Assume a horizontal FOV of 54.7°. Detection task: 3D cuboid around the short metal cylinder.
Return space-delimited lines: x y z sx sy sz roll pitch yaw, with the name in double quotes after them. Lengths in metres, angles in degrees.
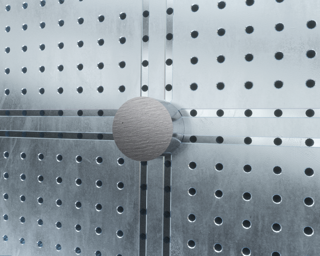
-0.014 0.001 0.403 0.080 0.050 0.079 0 90 19 "short metal cylinder"
